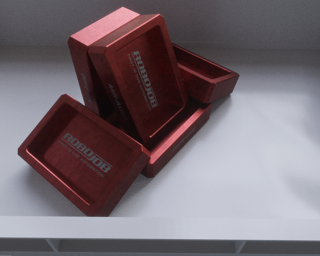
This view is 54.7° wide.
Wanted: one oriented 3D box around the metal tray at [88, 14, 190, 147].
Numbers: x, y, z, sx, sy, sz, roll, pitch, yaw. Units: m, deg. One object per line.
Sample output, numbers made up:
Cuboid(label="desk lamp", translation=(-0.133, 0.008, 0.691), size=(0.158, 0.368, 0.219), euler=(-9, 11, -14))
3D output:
Cuboid(label="metal tray", translation=(-0.017, -0.054, 0.364), size=(0.030, 0.129, 0.090), euler=(15, 47, 43))

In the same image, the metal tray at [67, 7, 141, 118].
Cuboid(label="metal tray", translation=(-0.059, -0.073, 0.394), size=(0.030, 0.129, 0.090), euler=(32, 57, 25))

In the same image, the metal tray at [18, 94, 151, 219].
Cuboid(label="metal tray", translation=(-0.088, 0.029, 0.352), size=(0.130, 0.030, 0.090), euler=(33, 81, 24))

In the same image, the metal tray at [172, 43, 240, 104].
Cuboid(label="metal tray", translation=(0.038, -0.085, 0.449), size=(0.130, 0.030, 0.091), euler=(32, 31, 23))

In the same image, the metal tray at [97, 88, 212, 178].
Cuboid(label="metal tray", translation=(-0.005, -0.007, 0.405), size=(0.090, 0.030, 0.131), euler=(32, 57, 23))
